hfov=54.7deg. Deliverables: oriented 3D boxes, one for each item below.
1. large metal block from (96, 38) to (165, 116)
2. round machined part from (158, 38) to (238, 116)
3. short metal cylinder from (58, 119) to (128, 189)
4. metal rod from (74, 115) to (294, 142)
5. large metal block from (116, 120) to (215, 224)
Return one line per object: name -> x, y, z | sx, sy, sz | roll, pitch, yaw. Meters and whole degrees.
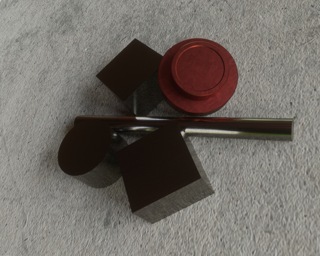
large metal block -> -0.031, -0.071, 0.445 | 0.080, 0.050, 0.080 | -45, 51, -3
round machined part -> 0.047, -0.066, 0.379 | 0.099, 0.042, 0.098 | 0, 79, 0
short metal cylinder -> -0.086, 0.034, 0.412 | 0.080, 0.050, 0.080 | -13, 56, 20
metal rod -> 0.010, -0.003, 0.402 | 0.300, 0.025, 0.025 | 2, 63, 28
large metal block -> 0.005, 0.051, 0.355 | 0.080, 0.050, 0.080 | -29, 52, 9
